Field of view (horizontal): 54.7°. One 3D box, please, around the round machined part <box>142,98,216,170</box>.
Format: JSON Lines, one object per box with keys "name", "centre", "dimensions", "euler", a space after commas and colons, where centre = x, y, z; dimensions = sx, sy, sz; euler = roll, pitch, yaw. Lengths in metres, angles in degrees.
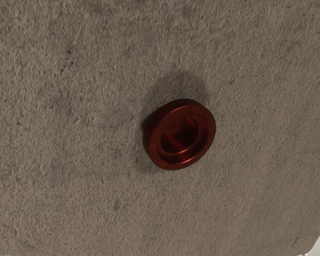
{"name": "round machined part", "centre": [0.022, 0.005, 0.412], "dimensions": [0.099, 0.042, 0.097], "euler": [-14, 125, -21]}
